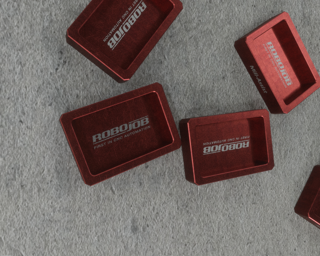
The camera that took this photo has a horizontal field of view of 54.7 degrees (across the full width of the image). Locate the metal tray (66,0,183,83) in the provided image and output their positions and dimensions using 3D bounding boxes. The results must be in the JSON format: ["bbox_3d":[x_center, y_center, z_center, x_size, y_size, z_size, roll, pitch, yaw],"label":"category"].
[{"bbox_3d":[-0.043,-0.133,0.390,0.090,0.030,0.130,38,78,-16],"label":"metal tray"}]

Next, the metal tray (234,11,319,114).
[{"bbox_3d":[0.182,-0.097,0.473,0.090,0.030,0.130,-36,102,-17],"label":"metal tray"}]

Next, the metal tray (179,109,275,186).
[{"bbox_3d":[0.097,0.024,0.441,0.131,0.030,0.089,-8,93,-20],"label":"metal tray"}]

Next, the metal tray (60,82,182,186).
[{"bbox_3d":[-0.047,0.005,0.388,0.131,0.030,0.090,-22,97,-19],"label":"metal tray"}]

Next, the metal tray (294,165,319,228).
[{"bbox_3d":[0.294,0.131,0.514,0.130,0.030,0.090,34,79,-17],"label":"metal tray"}]
